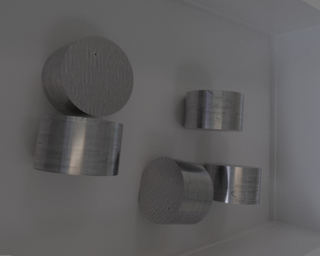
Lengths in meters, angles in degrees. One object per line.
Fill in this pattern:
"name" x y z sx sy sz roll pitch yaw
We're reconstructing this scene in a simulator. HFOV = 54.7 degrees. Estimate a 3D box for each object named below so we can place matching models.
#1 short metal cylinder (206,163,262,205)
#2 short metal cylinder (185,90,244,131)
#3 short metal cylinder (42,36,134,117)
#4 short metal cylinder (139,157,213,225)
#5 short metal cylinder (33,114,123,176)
"short metal cylinder" 0.108 0.081 0.461 0.081 0.080 0.050 8 85 -40
"short metal cylinder" 0.075 -0.022 0.434 0.081 0.080 0.050 5 87 -40
"short metal cylinder" -0.075 -0.051 0.327 0.081 0.050 0.080 0 90 -40
"short metal cylinder" 0.019 0.079 0.387 0.050 0.080 0.080 16 80 -39
"short metal cylinder" -0.079 0.017 0.305 0.081 0.080 0.050 9 84 -40
